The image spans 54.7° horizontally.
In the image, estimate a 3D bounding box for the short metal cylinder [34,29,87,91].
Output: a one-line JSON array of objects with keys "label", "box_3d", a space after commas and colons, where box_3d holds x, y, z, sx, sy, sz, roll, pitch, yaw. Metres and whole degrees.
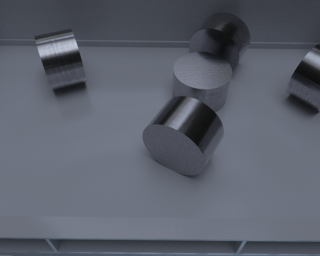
[{"label": "short metal cylinder", "box_3d": [-0.144, -0.099, 0.451, 0.050, 0.080, 0.080, -18, 53, -14]}]

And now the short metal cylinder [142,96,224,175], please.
[{"label": "short metal cylinder", "box_3d": [0.027, 0.010, 0.362, 0.080, 0.080, 0.050, 24, 54, 19]}]

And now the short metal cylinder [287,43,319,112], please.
[{"label": "short metal cylinder", "box_3d": [0.224, -0.070, 0.431, 0.080, 0.080, 0.050, -35, 59, -26]}]

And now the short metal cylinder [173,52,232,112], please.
[{"label": "short metal cylinder", "box_3d": [0.059, -0.065, 0.444, 0.081, 0.050, 0.080, 0, 50, 0]}]

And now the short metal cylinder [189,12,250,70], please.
[{"label": "short metal cylinder", "box_3d": [0.092, -0.129, 0.479, 0.080, 0.080, 0.050, 23, 54, 18]}]
